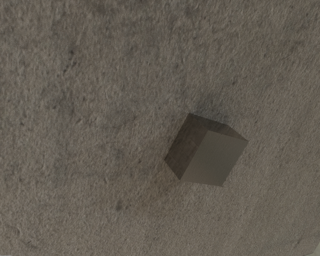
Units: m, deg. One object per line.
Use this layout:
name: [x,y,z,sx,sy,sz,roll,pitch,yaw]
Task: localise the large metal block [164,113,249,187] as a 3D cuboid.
large metal block: [0.066,0.033,0.446,0.081,0.050,0.080,15,111,-34]
